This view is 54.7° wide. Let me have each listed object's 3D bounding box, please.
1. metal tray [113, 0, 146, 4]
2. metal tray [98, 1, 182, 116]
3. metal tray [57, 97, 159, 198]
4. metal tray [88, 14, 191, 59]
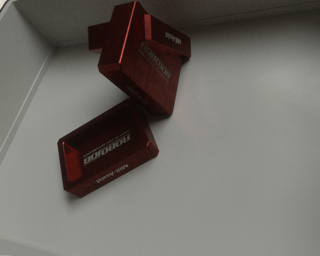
[{"bbox_3d":[-0.063,-0.290,0.617,0.090,0.030,0.130,-37,51,3],"label":"metal tray"},{"bbox_3d":[-0.018,-0.080,0.390,0.030,0.130,0.090,0,69,29],"label":"metal tray"},{"bbox_3d":[-0.075,0.026,0.426,0.130,0.030,0.090,-30,52,9],"label":"metal tray"},{"bbox_3d":[-0.023,-0.115,0.422,0.090,0.131,0.030,-2,92,27],"label":"metal tray"}]
